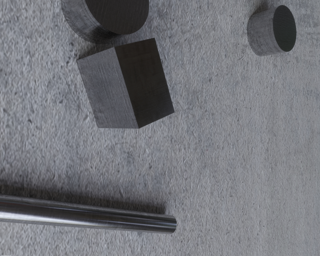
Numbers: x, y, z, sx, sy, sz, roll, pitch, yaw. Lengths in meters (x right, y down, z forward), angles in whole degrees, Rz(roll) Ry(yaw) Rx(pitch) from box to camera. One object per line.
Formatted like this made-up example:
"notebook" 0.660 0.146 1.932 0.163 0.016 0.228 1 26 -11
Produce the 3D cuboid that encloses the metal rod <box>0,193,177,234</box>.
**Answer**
"metal rod" -0.098 0.090 0.322 0.302 0.025 0.025 20 78 -38

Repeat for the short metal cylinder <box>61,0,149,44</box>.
"short metal cylinder" -0.059 -0.137 0.339 0.081 0.050 0.079 0 90 -40

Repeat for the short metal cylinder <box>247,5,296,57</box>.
"short metal cylinder" 0.202 -0.173 0.557 0.081 0.050 0.079 0 90 -40

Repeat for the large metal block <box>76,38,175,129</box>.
"large metal block" -0.039 -0.046 0.336 0.050 0.080 0.080 -26 107 -37
